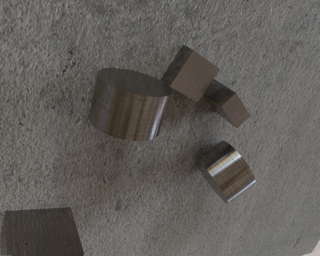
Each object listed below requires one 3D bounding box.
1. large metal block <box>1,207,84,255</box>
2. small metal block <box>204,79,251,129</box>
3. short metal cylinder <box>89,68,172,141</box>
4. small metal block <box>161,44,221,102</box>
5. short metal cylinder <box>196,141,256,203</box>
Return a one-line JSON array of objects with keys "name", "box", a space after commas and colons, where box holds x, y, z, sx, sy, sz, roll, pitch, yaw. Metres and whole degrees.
[{"name": "large metal block", "box": [-0.148, 0.146, 0.381, 0.081, 0.080, 0.050, 5, 116, -31]}, {"name": "small metal block", "box": [0.088, -0.033, 0.419, 0.025, 0.050, 0.050, -43, 130, 2]}, {"name": "short metal cylinder", "box": [-0.033, -0.027, 0.337, 0.081, 0.080, 0.050, 3, 117, -30]}, {"name": "small metal block", "box": [0.038, -0.067, 0.386, 0.050, 0.025, 0.050, 25, 105, -37]}, {"name": "short metal cylinder", "box": [0.097, 0.065, 0.465, 0.050, 0.080, 0.080, -35, 129, -6]}]
